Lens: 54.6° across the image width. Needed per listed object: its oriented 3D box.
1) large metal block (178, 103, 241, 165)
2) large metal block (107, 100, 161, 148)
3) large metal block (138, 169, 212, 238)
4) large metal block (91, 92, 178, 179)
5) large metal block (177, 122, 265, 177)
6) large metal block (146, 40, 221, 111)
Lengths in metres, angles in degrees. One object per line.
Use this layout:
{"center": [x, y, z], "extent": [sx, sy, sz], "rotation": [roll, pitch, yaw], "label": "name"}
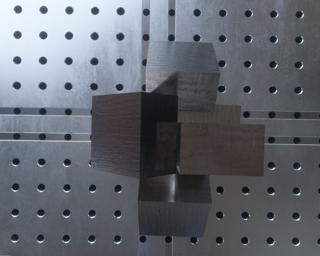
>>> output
{"center": [0.057, 0.011, 0.401], "extent": [0.080, 0.050, 0.080], "rotation": [3, 90, 0], "label": "large metal block"}
{"center": [-0.028, 0.006, 0.401], "extent": [0.080, 0.050, 0.080], "rotation": [7, 90, 0], "label": "large metal block"}
{"center": [0.016, 0.091, 0.380], "extent": [0.080, 0.050, 0.080], "rotation": [2, 135, 0], "label": "large metal block"}
{"center": [-0.029, 0.006, 0.328], "extent": [0.080, 0.050, 0.080], "rotation": [2, 91, 45], "label": "large metal block"}
{"center": [0.060, 0.020, 0.336], "extent": [0.080, 0.080, 0.050], "rotation": [2, 90, 0], "label": "large metal block"}
{"center": [0.025, -0.066, 0.379], "extent": [0.080, 0.080, 0.050], "rotation": [2, 128, 0], "label": "large metal block"}
